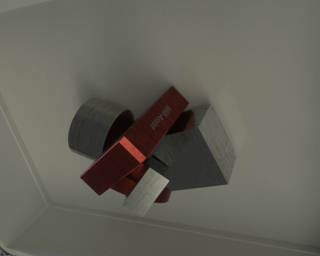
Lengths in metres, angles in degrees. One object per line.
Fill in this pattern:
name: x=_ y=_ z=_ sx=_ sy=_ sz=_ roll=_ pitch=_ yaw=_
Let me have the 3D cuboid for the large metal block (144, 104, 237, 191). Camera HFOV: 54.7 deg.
large metal block: x=0.036 y=0.027 z=0.377 sx=0.080 sy=0.050 sz=0.080 roll=-15 pitch=115 yaw=34

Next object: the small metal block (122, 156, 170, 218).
small metal block: x=-0.014 y=0.064 z=0.348 sx=0.025 sy=0.050 sz=0.050 roll=35 pitch=97 yaw=-4

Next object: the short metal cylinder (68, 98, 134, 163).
short metal cylinder: x=-0.076 y=0.005 z=0.413 sx=0.050 sy=0.080 sz=0.079 roll=21 pitch=126 yaw=16

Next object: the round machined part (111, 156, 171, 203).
round machined part: x=-0.028 y=0.064 z=0.424 sx=0.098 sy=0.098 sz=0.042 roll=19 pitch=90 yaw=17

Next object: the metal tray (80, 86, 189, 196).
metal tray: x=-0.025 y=0.011 z=0.357 sx=0.030 sy=0.131 sz=0.090 roll=46 pitch=128 yaw=-5
